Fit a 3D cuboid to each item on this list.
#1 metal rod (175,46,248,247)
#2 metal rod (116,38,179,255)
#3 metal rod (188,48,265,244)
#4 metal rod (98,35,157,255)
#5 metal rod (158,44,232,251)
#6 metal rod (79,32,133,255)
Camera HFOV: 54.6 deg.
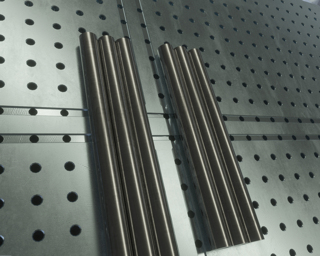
[{"bbox_3d":[0.062,0.009,0.435,0.025,0.025,0.299,1,61,-28],"label":"metal rod"},{"bbox_3d":[-0.023,0.009,0.389,0.025,0.025,0.299,1,61,-28],"label":"metal rod"},{"bbox_3d":[0.086,0.009,0.447,0.025,0.025,0.299,1,61,-28],"label":"metal rod"},{"bbox_3d":[-0.045,0.009,0.377,0.025,0.025,0.299,1,61,-28],"label":"metal rod"},{"bbox_3d":[0.040,0.008,0.423,0.025,0.025,0.299,1,61,-28],"label":"metal rod"},{"bbox_3d":[-0.068,0.008,0.366,0.025,0.025,0.299,1,61,-28],"label":"metal rod"}]
